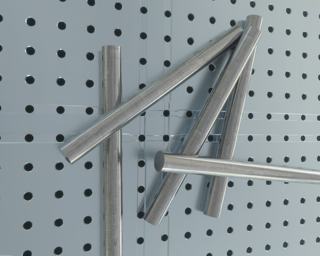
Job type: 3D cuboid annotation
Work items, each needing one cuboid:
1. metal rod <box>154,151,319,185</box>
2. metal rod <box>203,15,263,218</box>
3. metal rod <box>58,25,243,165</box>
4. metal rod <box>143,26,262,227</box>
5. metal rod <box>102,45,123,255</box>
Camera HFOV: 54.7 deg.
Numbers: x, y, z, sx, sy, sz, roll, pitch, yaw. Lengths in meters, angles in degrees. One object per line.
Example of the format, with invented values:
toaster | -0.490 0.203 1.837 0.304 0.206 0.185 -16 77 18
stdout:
metal rod | 0.130 0.060 0.439 0.302 0.025 0.025 9 87 -29
metal rod | 0.108 -0.020 0.454 0.025 0.025 0.298 15 85 -20
metal rod | 0.005 -0.055 0.397 0.302 0.025 0.025 -38 103 -23
metal rod | 0.060 -0.006 0.424 0.025 0.025 0.299 31 84 -18
metal rod | -0.060 0.048 0.391 0.025 0.025 0.298 0 90 -20
